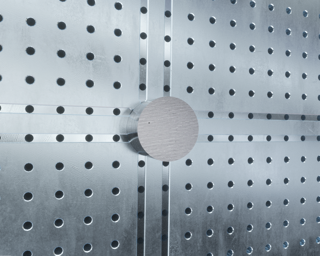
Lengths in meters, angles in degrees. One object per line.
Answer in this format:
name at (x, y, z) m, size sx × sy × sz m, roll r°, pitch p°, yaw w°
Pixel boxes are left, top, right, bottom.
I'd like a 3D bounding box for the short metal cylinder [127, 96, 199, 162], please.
short metal cylinder at (0.003, 0.001, 0.401) m, size 0.081 × 0.050 × 0.079 m, roll 0°, pitch 90°, yaw -21°
